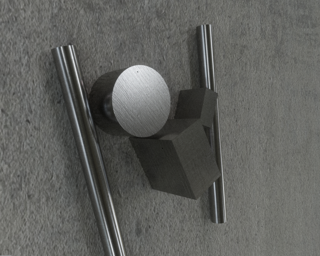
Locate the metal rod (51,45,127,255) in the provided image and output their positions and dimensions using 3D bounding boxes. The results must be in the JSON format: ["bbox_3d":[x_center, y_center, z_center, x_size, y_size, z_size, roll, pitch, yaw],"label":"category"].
[{"bbox_3d":[-0.070,0.060,0.347,0.025,0.025,0.298,-20,103,-39],"label":"metal rod"}]

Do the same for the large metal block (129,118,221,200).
[{"bbox_3d":[0.018,0.035,0.386,0.050,0.080,0.080,-36,113,-34],"label":"large metal block"}]

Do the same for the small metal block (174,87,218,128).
[{"bbox_3d":[0.049,-0.027,0.432,0.025,0.050,0.050,20,77,-39],"label":"small metal block"}]

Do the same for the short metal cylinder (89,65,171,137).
[{"bbox_3d":[-0.034,-0.030,0.361,0.081,0.050,0.079,0,90,-40],"label":"short metal cylinder"}]

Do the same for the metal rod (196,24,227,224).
[{"bbox_3d":[0.079,-0.003,0.473,0.025,0.025,0.298,-9,96,-40],"label":"metal rod"}]
